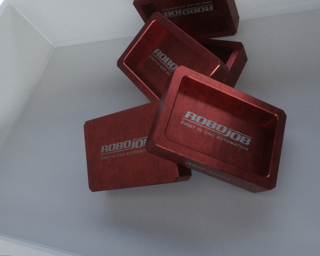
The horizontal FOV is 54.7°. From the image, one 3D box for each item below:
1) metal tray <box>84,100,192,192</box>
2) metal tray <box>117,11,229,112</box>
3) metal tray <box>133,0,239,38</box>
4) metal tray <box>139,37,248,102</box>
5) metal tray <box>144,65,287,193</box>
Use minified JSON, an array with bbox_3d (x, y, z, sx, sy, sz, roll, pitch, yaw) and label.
[{"bbox_3d":[-0.032,0.024,0.368,0.130,0.030,0.090,-13,79,32],"label":"metal tray"},{"bbox_3d":[0.011,-0.078,0.394,0.090,0.030,0.130,-50,58,13],"label":"metal tray"},{"bbox_3d":[0.039,-0.169,0.445,0.130,0.090,0.030,1,63,28],"label":"metal tray"},{"bbox_3d":[0.042,-0.081,0.428,0.130,0.030,0.090,18,71,34],"label":"metal tray"},{"bbox_3d":[0.060,0.002,0.317,0.131,0.030,0.090,22,67,-10],"label":"metal tray"}]
